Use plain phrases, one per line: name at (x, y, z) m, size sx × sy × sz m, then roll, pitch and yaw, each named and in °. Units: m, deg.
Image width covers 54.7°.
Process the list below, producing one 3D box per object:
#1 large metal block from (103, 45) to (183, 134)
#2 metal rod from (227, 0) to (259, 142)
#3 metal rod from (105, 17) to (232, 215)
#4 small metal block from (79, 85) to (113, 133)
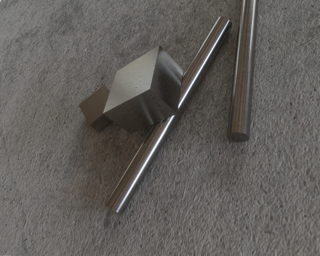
large metal block at (-0.020, -0.049, 0.406) m, size 0.080 × 0.050 × 0.080 m, roll -23°, pitch 42°, yaw 34°
metal rod at (0.116, -0.121, 0.416) m, size 0.025 × 0.025 × 0.299 m, roll -2°, pitch 61°, yaw 27°
metal rod at (0.019, -0.027, 0.409) m, size 0.025 × 0.025 × 0.300 m, roll 20°, pitch 72°, yaw 35°
small metal block at (-0.088, -0.029, 0.466) m, size 0.050 × 0.025 × 0.050 m, roll -39°, pitch 51°, yaw 1°
